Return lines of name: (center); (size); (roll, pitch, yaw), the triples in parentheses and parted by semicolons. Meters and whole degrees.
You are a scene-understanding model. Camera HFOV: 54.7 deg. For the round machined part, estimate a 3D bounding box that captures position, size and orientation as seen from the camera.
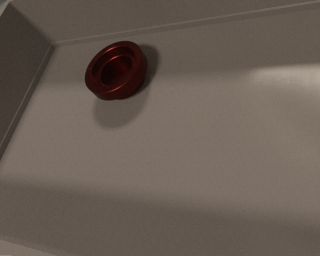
round machined part: (-0.062, -0.083, 0.477); (0.098, 0.042, 0.098); (-13, 56, 20)
